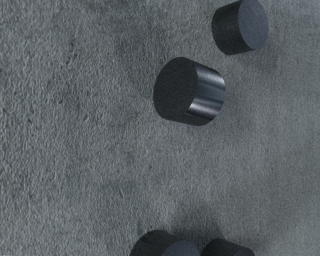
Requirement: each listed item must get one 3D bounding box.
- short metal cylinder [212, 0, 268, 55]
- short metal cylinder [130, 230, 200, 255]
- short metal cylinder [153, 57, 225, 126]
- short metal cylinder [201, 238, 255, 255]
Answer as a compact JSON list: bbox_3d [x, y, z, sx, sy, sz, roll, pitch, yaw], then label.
[{"bbox_3d":[0.129,-0.161,0.496,0.081,0.050,0.080,0,90,-40],"label":"short metal cylinder"},{"bbox_3d":[0.006,0.177,0.394,0.081,0.050,0.080,0,90,-40],"label":"short metal cylinder"},{"bbox_3d":[0.036,-0.045,0.399,0.050,0.080,0.080,11,83,-40],"label":"short metal cylinder"},{"bbox_3d":[0.104,0.217,0.476,0.081,0.050,0.080,0,90,-40],"label":"short metal cylinder"}]
